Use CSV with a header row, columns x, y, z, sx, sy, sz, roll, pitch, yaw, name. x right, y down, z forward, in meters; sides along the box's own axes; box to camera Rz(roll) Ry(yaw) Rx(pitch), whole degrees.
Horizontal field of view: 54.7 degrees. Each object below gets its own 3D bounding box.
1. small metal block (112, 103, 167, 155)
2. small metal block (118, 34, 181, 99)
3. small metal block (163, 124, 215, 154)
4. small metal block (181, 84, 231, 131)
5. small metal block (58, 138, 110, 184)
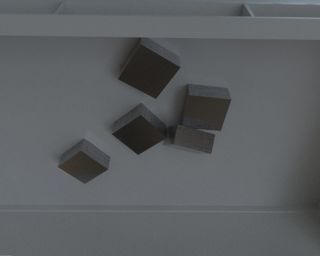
x,y,z,sx,sy,sz,roll,pitch,yaw,name
-0.027,0.002,0.411,0.050,0.025,0.050,-32,123,24,small metal block
-0.012,-0.068,0.351,0.050,0.025,0.050,26,125,-21,small metal block
0.037,0.016,0.405,0.050,0.025,0.050,15,172,-13,small metal block
0.056,-0.025,0.388,0.050,0.025,0.050,5,130,-5,small metal block
-0.109,0.049,0.450,0.050,0.025,0.050,-33,123,25,small metal block
